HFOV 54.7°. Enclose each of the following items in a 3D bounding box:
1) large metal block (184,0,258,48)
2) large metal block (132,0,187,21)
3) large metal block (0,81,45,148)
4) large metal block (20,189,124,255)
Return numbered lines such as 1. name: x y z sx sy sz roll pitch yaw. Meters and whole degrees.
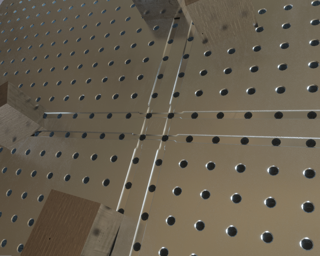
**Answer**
1. large metal block: 0.084 -0.171 0.433 0.080 0.080 0.050 -18 55 17
2. large metal block: 0.009 -0.235 0.530 0.080 0.050 0.080 6 64 30
3. large metal block: -0.253 -0.020 0.515 0.080 0.080 0.050 -27 53 11
4. large metal block: -0.102 0.126 0.367 0.080 0.050 0.080 7 65 30
